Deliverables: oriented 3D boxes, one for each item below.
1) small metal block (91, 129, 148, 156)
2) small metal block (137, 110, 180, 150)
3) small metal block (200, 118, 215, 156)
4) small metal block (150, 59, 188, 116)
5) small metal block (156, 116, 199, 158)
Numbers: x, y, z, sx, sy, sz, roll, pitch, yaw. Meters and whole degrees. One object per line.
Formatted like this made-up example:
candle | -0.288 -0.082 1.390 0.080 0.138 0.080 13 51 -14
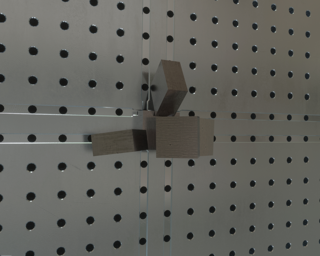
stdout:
small metal block | -0.047 0.017 0.371 0.050 0.050 0.025 -7 87 15
small metal block | -0.003 0.003 0.412 0.050 0.025 0.050 3 89 -20
small metal block | 0.049 0.012 0.419 0.050 0.025 0.050 4 88 -51
small metal block | 0.010 -0.049 0.392 0.025 0.050 0.050 3 53 -19
small metal block | 0.023 0.011 0.382 0.050 0.025 0.050 0 90 13
